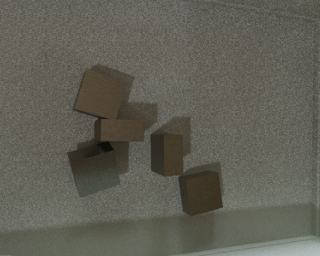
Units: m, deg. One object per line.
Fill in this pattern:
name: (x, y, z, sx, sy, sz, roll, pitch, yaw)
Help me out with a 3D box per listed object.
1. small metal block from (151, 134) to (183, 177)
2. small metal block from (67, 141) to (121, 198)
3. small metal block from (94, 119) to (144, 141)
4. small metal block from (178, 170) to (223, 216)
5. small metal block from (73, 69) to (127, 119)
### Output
small metal block: (0.008, 0.033, 0.401, 0.025, 0.050, 0.050, -1, 91, -20)
small metal block: (-0.079, 0.049, 0.373, 0.050, 0.025, 0.050, -16, 119, -19)
small metal block: (-0.051, 0.004, 0.379, 0.050, 0.050, 0.025, 1, 87, -21)
small metal block: (0.057, 0.090, 0.433, 0.050, 0.025, 0.050, -9, 93, -20)
small metal block: (-0.075, -0.039, 0.383, 0.050, 0.025, 0.050, 18, 82, -20)
